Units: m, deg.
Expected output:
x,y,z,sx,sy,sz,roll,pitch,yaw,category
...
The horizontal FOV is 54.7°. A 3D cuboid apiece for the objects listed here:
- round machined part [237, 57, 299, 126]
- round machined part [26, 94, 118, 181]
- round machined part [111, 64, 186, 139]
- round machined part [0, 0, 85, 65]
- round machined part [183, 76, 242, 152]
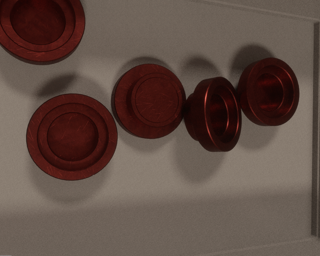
x,y,z,sx,sy,sz,roll,pitch,yaw,category
0.154,-0.051,0.458,0.099,0.042,0.097,0,89,-24,round machined part
-0.103,0.010,0.364,0.099,0.042,0.097,0,90,-21,round machined part
-0.010,-0.034,0.399,0.099,0.042,0.097,0,90,-20,round machined part
-0.137,-0.120,0.351,0.099,0.042,0.097,0,90,-21,round machined part
0.068,-0.017,0.413,0.099,0.042,0.097,7,80,-50,round machined part
